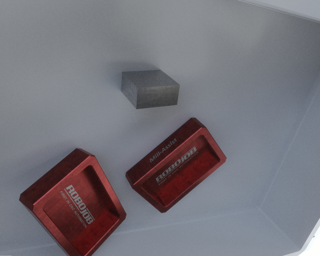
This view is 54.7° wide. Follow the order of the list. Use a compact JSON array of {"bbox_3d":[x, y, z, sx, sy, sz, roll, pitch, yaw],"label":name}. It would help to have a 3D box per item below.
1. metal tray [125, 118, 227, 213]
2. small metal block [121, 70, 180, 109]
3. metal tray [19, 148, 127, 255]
[{"bbox_3d":[0.026,0.057,0.456,0.130,0.030,0.090,-40,130,-1],"label":"metal tray"},{"bbox_3d":[-0.012,-0.046,0.359,0.050,0.050,0.025,-8,122,-25],"label":"small metal block"},{"bbox_3d":[-0.102,0.101,0.391,0.090,0.030,0.129,-44,134,-30],"label":"metal tray"}]
